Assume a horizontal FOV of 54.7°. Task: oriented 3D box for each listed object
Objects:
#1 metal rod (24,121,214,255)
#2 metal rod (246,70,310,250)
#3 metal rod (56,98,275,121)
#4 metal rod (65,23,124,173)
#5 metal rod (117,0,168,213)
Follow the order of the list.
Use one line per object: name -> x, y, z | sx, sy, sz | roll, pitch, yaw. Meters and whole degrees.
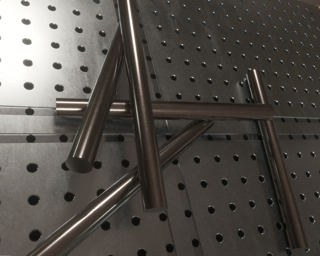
metal rod -> -0.026, 0.059, 0.359 | 0.025, 0.025, 0.302 | 49, 51, 6
metal rod -> 0.178, 0.032, 0.487 | 0.025, 0.025, 0.299 | 10, 57, -23
metal rod -> 0.021, -0.023, 0.411 | 0.303, 0.025, 0.025 | 0, 62, -20
metal rod -> -0.061, -0.072, 0.390 | 0.025, 0.025, 0.300 | 22, 44, -15
metal rod -> -0.026, -0.050, 0.377 | 0.025, 0.025, 0.299 | 4, 61, -27
